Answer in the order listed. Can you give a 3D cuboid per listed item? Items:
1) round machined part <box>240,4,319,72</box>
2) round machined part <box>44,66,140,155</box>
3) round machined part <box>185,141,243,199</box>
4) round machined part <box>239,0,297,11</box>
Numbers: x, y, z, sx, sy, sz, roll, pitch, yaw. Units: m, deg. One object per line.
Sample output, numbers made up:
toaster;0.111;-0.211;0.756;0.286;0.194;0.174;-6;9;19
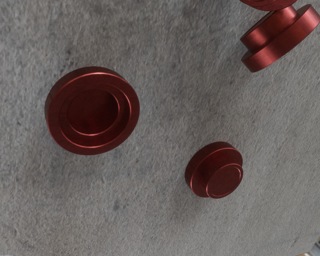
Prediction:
round machined part;0.138;-0.116;0.377;0.098;0.098;0.042;-42;96;1
round machined part;-0.076;-0.022;0.342;0.099;0.042;0.097;-14;125;-21
round machined part;0.093;0.074;0.494;0.099;0.042;0.097;-14;125;-21
round machined part;0.105;-0.164;0.312;0.042;0.098;0.098;-44;133;-25
